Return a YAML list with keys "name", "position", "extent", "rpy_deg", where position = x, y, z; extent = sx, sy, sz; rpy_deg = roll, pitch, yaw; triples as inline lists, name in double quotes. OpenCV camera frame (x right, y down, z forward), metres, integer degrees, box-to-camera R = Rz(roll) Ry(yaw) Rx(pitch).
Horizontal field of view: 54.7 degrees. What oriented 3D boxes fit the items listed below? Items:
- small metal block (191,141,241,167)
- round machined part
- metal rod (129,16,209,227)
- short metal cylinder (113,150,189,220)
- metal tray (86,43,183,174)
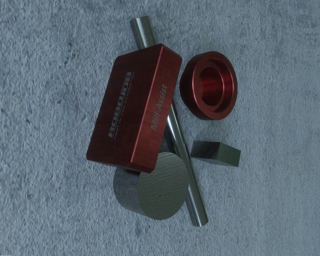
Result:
- name: "small metal block"
  position: [0.083, 0.038, 0.458]
  extent: [0.050, 0.050, 0.025]
  rpy_deg: [21, 77, -38]
- name: "round machined part"
  position: [0.067, -0.060, 0.453]
  extent: [0.099, 0.042, 0.097]
  rpy_deg: [0, 90, -40]
- name: "metal rod"
  position: [0.017, 0.001, 0.423]
  extent: [0.025, 0.025, 0.298]
  rpy_deg: [-28, 108, -37]
- name: "short metal cylinder"
  position: [-0.010, 0.068, 0.383]
  extent: [0.081, 0.050, 0.079]
  rpy_deg: [0, 90, -40]
- name: "metal tray"
  position: [-0.030, -0.021, 0.340]
  extent: [0.030, 0.090, 0.130]
  rpy_deg: [24, 75, -38]
